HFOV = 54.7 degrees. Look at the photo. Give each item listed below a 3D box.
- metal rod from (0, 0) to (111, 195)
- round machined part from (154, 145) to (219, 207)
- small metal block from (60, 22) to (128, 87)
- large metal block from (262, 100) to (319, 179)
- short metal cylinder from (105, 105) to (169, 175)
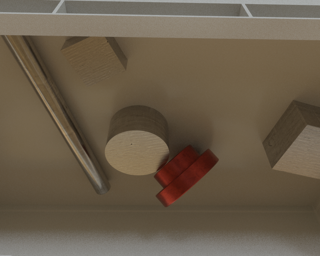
[{"bbox_3d":[-0.125,-0.015,0.394,0.025,0.025,0.299,-11,130,8],"label":"metal rod"},{"bbox_3d":[0.030,0.060,0.426,0.042,0.099,0.098,48,122,8],"label":"round machined part"},{"bbox_3d":[-0.071,-0.080,0.340,0.050,0.025,0.050,-20,128,16],"label":"small metal block"},{"bbox_3d":[0.198,0.018,0.411,0.081,0.050,0.079,13,129,-11],"label":"large metal block"},{"bbox_3d":[-0.029,0.017,0.407,0.081,0.050,0.079,0,130,0],"label":"short metal cylinder"}]
